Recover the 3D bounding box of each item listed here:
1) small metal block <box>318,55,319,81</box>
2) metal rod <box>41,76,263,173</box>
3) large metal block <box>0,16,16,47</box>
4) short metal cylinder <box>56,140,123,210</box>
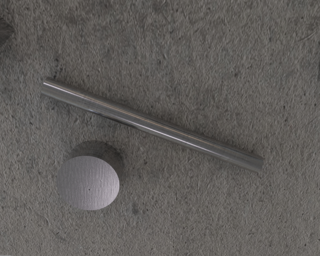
[{"bbox_3d":[0.228,-0.083,0.382,0.050,0.025,0.050,-5,110,1],"label":"small metal block"},{"bbox_3d":[-0.004,-0.001,0.409,0.302,0.025,0.025,20,109,-8],"label":"metal rod"},{"bbox_3d":[-0.222,-0.097,0.343,0.080,0.080,0.050,-41,105,13],"label":"large metal block"},{"bbox_3d":[-0.092,0.063,0.419,0.081,0.050,0.079,0,110,0],"label":"short metal cylinder"}]
